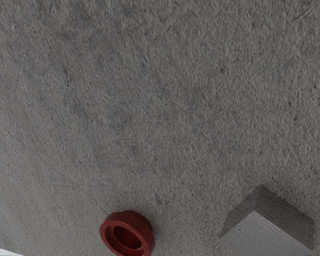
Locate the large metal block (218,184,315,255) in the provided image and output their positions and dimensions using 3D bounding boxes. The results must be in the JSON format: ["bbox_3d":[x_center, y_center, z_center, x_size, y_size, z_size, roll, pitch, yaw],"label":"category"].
[{"bbox_3d":[0.136,0.133,0.401,0.080,0.050,0.079,35,129,5],"label":"large metal block"}]

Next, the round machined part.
[{"bbox_3d":[-0.052,0.182,0.536,0.098,0.042,0.097,13,124,21],"label":"round machined part"}]
